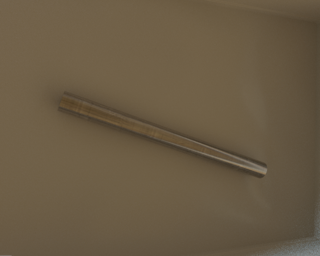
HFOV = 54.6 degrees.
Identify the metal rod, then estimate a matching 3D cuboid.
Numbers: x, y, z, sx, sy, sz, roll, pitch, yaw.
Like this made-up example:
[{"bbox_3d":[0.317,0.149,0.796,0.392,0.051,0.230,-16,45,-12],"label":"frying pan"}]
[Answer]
[{"bbox_3d":[0.017,0.016,0.415,0.302,0.025,0.025,20,84,-19],"label":"metal rod"}]
